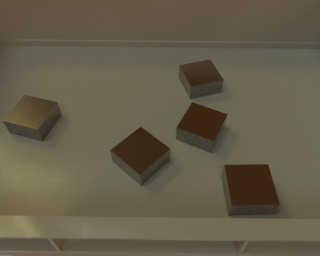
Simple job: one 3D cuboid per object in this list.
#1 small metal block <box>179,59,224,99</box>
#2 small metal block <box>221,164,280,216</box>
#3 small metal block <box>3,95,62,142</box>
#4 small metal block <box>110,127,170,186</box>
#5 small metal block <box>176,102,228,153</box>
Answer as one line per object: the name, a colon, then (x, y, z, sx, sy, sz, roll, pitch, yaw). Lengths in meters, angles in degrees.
small metal block: (0.061, -0.074, 0.468, 0.050, 0.025, 0.050, -13, 51, -11)
small metal block: (0.099, 0.069, 0.348, 0.050, 0.025, 0.050, -1, 50, -1)
small metal block: (-0.170, -0.014, 0.416, 0.050, 0.025, 0.050, 13, 51, 11)
small metal block: (-0.023, 0.033, 0.377, 0.050, 0.025, 0.050, 36, 58, 26)
small metal block: (0.055, -0.001, 0.406, 0.050, 0.025, 0.050, 21, 53, 17)
